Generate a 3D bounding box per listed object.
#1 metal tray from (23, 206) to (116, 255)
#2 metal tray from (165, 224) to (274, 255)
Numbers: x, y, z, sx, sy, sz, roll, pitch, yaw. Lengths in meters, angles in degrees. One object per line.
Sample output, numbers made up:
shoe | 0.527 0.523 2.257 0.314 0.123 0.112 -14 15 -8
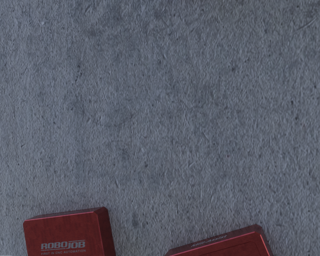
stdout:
metal tray | -0.133 0.170 0.453 0.130 0.030 0.090 -12 86 19
metal tray | 0.077 0.182 0.378 0.130 0.030 0.090 -24 82 18
